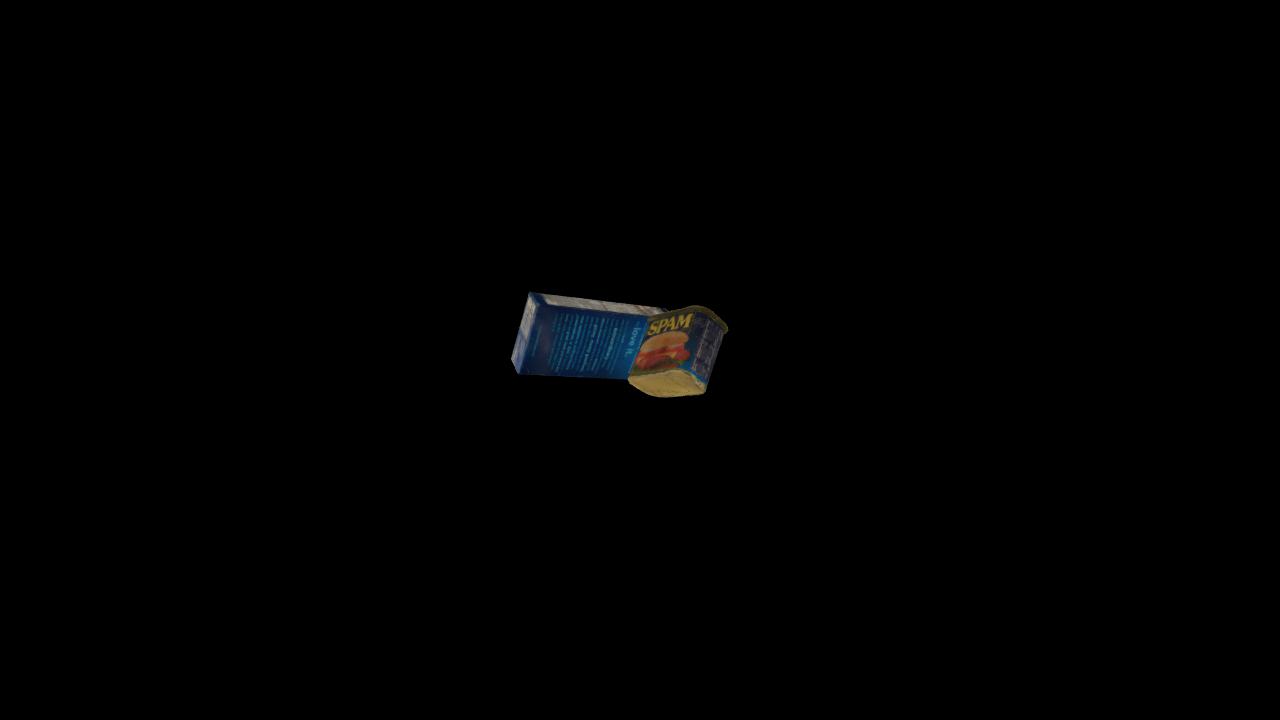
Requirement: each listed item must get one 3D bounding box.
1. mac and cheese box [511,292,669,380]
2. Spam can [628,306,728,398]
[{"bbox_3d":[-0.053,-0.025,0.741,0.184,0.093,0.041,4,28,-31],"label":"mac and cheese box"},{"bbox_3d":[0.041,-0.007,0.701,0.058,0.085,0.101,36,-28,-32],"label":"Spam can"}]
